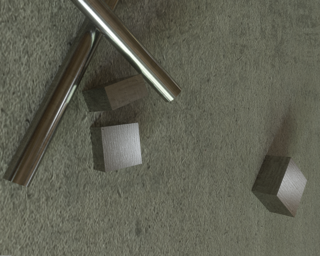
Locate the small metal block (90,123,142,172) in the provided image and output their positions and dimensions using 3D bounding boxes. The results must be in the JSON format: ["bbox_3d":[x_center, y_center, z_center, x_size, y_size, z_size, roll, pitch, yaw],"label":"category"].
[{"bbox_3d":[-0.051,0.021,0.364,0.050,0.025,0.050,-9,96,-40],"label":"small metal block"}]

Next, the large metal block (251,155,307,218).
[{"bbox_3d":[0.225,0.108,0.581,0.080,0.050,0.080,46,62,-31],"label":"large metal block"}]

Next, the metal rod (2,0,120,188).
[{"bbox_3d":[-0.084,-0.082,0.334,0.025,0.025,0.299,33,69,-36],"label":"metal rod"}]

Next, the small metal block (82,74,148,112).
[{"bbox_3d":[-0.051,-0.039,0.348,0.050,0.050,0.025,-28,108,-37],"label":"small metal block"}]

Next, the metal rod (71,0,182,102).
[{"bbox_3d":[-0.082,-0.138,0.309,0.300,0.025,0.025,45,62,-22],"label":"metal rod"}]
